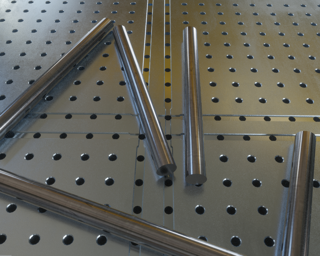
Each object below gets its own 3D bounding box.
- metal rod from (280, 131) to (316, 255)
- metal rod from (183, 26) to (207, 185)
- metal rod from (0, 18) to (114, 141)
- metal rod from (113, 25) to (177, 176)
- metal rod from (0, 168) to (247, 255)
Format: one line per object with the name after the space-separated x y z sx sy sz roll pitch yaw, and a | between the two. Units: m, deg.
0.134 0.120 0.308 0.025 0.025 0.301 16 52 13 | metal rod
0.047 -0.055 0.454 0.025 0.025 0.300 2 50 1 | metal rod
-0.158 -0.086 0.477 0.025 0.025 0.301 20 53 15 | metal rod
-0.032 -0.061 0.458 0.025 0.025 0.300 -12 51 -10 | metal rod
-0.050 0.098 0.324 0.301 0.025 0.025 16 52 12 | metal rod
